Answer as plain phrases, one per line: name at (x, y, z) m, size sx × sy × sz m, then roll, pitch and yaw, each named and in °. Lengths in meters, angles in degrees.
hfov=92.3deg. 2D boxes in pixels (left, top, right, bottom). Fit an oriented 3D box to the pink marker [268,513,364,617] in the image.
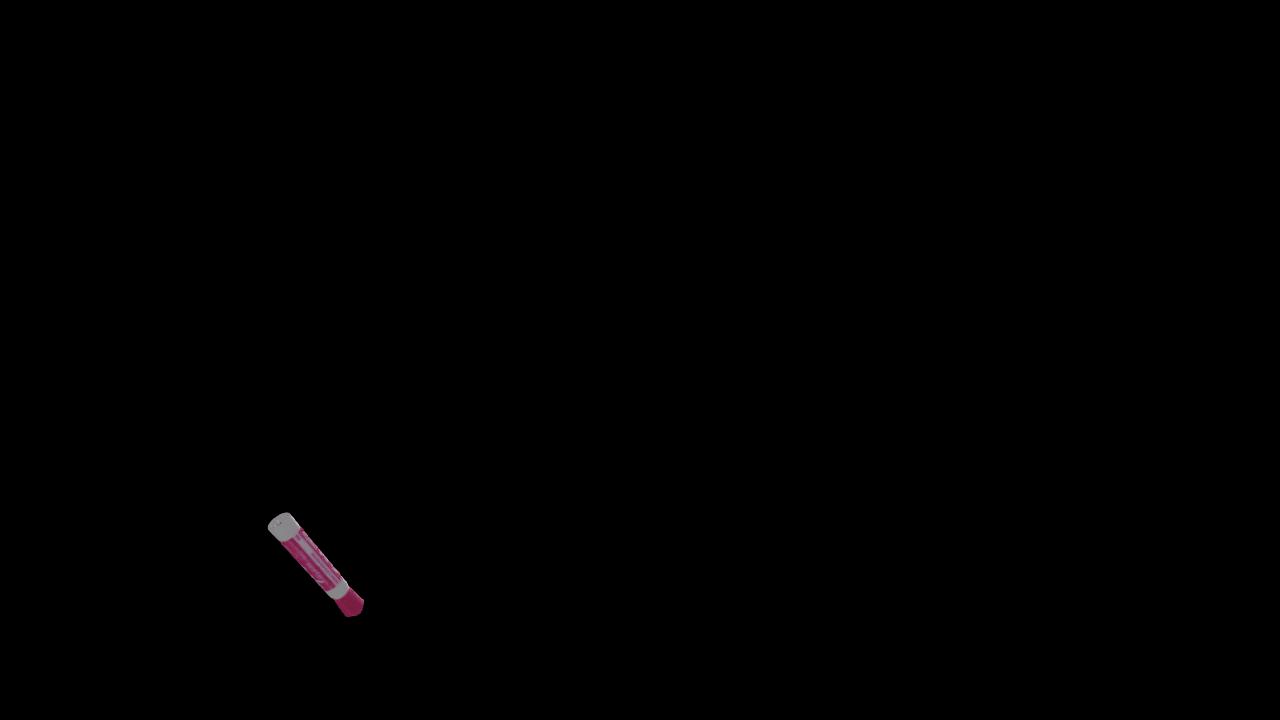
pink marker at (-0.274, 0.179, 0.528) m, size 0.020 × 0.121 × 0.020 m, roll -16°, pitch 30°, yaw 9°
